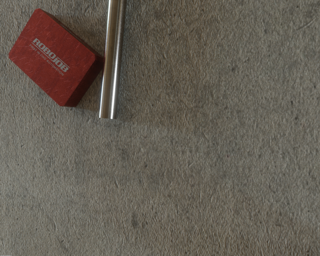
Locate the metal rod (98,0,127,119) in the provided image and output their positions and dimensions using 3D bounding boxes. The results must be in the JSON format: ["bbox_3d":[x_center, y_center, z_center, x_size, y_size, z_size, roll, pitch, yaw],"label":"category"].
[{"bbox_3d":[-0.060,-0.162,0.430,0.025,0.025,0.298,6,92,20],"label":"metal rod"}]

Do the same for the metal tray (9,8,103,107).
[{"bbox_3d":[-0.155,-0.103,0.461,0.130,0.030,0.090,41,103,15],"label":"metal tray"}]
